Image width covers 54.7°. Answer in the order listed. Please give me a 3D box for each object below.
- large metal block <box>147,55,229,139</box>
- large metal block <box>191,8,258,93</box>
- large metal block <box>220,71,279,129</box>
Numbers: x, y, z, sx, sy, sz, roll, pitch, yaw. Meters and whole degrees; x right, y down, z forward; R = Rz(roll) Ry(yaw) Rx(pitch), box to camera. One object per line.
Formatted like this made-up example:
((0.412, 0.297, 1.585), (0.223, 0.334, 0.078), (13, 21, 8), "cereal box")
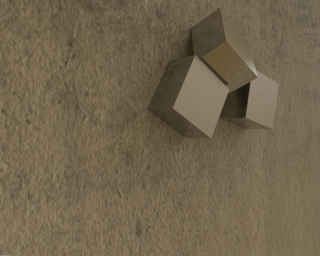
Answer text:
((0.041, -0.040, 0.425), (0.080, 0.050, 0.080), (36, 68, -35), "large metal block")
((0.092, -0.110, 0.447), (0.080, 0.050, 0.080), (35, 40, -35), "large metal block")
((0.150, -0.046, 0.517), (0.081, 0.050, 0.080), (17, 79, -39), "large metal block")
